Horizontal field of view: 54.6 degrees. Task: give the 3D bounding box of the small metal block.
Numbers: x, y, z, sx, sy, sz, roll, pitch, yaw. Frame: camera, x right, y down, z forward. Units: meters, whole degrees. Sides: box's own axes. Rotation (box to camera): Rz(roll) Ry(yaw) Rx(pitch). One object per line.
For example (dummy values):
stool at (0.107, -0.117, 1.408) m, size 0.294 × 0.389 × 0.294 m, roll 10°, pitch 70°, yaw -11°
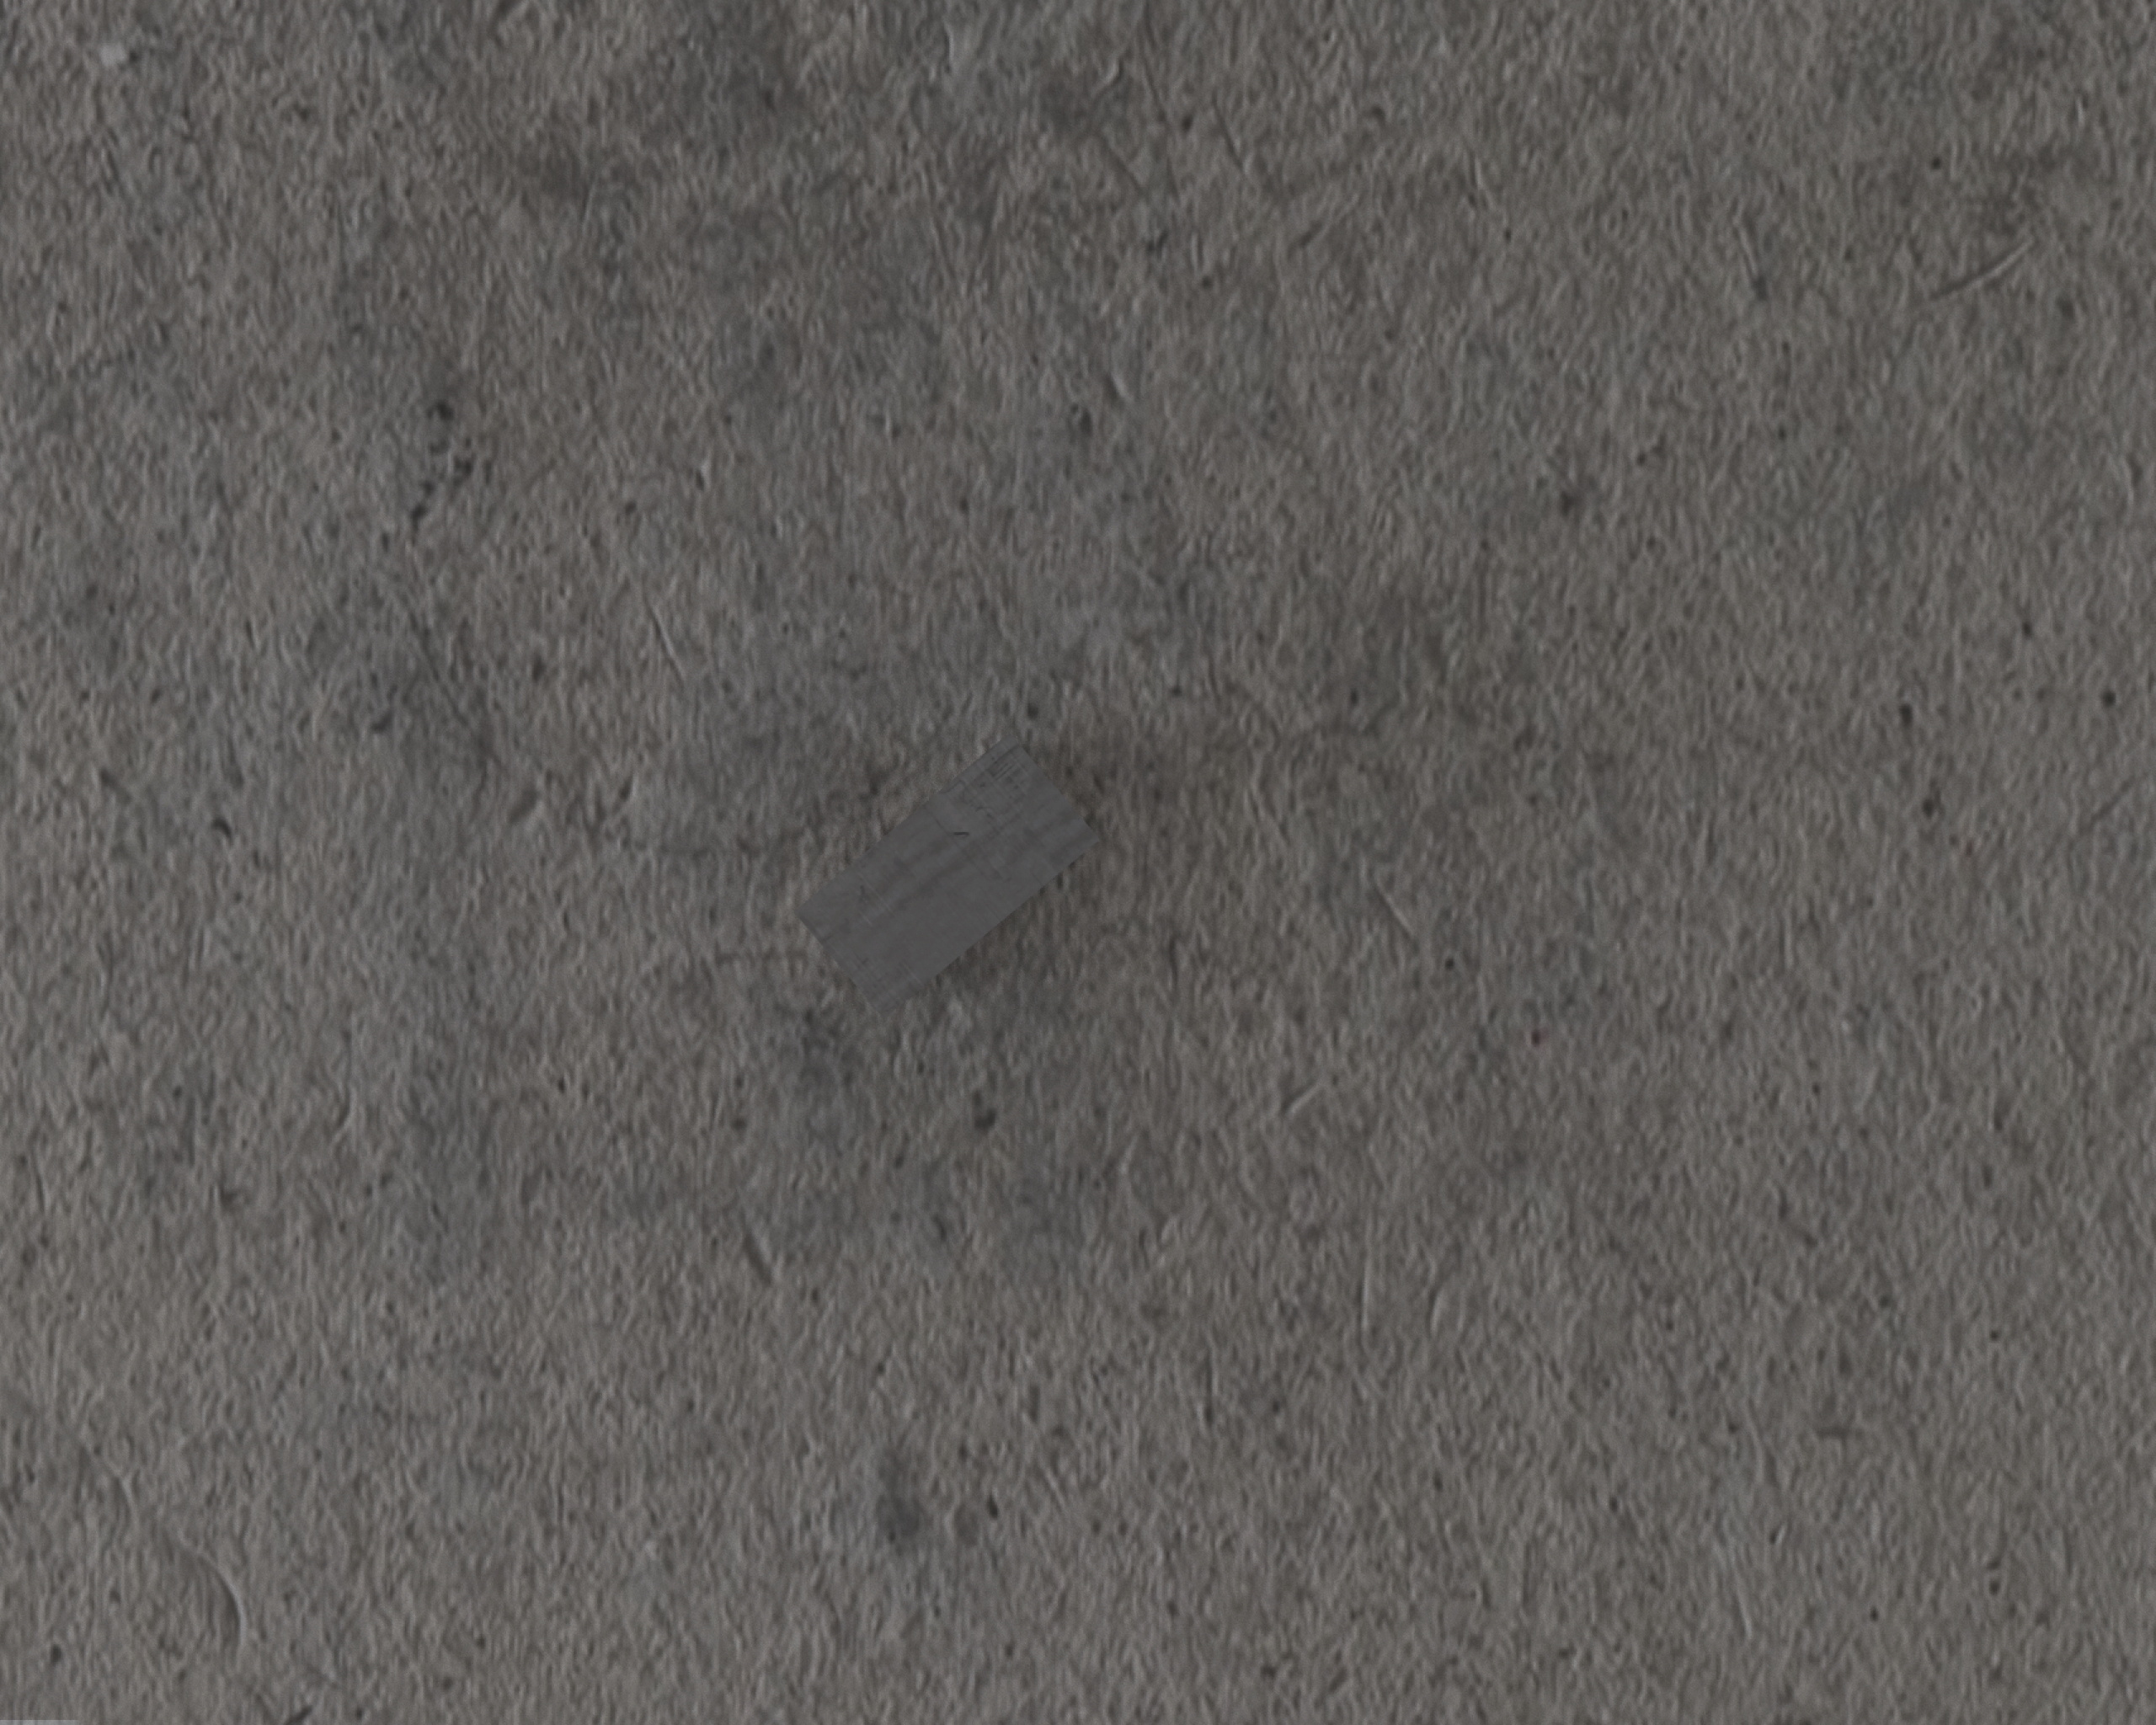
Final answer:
small metal block at (-0.023, 0.002, 0.397) m, size 0.050 × 0.050 × 0.025 m, roll -40°, pitch 90°, yaw 0°
